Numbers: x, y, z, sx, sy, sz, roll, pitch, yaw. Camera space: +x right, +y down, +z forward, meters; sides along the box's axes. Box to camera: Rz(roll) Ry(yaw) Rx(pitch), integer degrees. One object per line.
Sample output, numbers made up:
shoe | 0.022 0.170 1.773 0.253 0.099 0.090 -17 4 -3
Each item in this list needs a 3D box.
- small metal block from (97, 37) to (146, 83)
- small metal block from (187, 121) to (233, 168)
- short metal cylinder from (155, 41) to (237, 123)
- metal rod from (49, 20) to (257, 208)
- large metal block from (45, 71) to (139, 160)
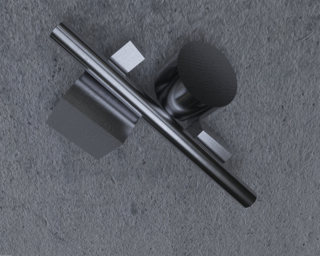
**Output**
small metal block | -0.044 -0.080 0.368 0.050 0.050 0.025 -37 106 12
small metal block | 0.062 0.018 0.402 0.050 0.050 0.025 39 105 -14
short metal cylinder | 0.041 -0.052 0.357 0.080 0.080 0.050 37 147 -13
metal rod | 0.003 -0.005 0.356 0.300 0.025 0.025 41 105 -14
large metal block | -0.080 -0.013 0.373 0.080 0.050 0.080 39 146 -14
